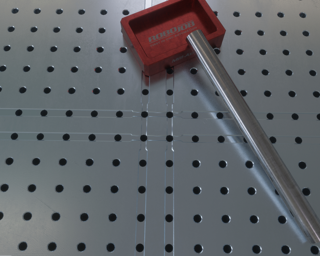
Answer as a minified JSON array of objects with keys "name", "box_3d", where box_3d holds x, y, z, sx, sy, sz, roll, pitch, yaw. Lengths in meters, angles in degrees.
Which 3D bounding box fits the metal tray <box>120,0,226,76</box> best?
[{"name":"metal tray","box_3d":[0.019,-0.143,0.461,0.131,0.030,0.090,-25,72,-9]}]

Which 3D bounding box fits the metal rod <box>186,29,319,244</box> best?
[{"name":"metal rod","box_3d":[0.117,0.002,0.395,0.025,0.025,0.299,-27,79,-9]}]
